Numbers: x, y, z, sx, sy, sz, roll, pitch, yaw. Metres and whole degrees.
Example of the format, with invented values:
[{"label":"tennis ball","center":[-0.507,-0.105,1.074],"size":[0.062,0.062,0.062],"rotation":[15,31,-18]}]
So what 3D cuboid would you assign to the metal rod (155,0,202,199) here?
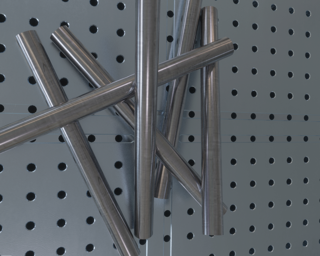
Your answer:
[{"label":"metal rod","center":[0.025,-0.055,0.421],"size":[0.025,0.025,0.299],"rotation":[11,86,-20]}]

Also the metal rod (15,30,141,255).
[{"label":"metal rod","center":[-0.095,0.029,0.377],"size":[0.025,0.025,0.299],"rotation":[-26,99,-18]}]

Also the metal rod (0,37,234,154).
[{"label":"metal rod","center":[-0.043,-0.043,0.355],"size":[0.302,0.025,0.025],"rotation":[-25,99,-17]}]

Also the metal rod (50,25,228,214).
[{"label":"metal rod","center":[-0.022,-0.002,0.384],"size":[0.025,0.025,0.300],"rotation":[-43,96,-15]}]

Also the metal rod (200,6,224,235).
[{"label":"metal rod","center":[0.065,-0.020,0.399],"size":[0.025,0.025,0.299],"rotation":[7,74,-20]}]

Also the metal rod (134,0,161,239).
[{"label":"metal rod","center":[-0.017,-0.002,0.354],"size":[0.025,0.025,0.298],"rotation":[-6,112,-20]}]
